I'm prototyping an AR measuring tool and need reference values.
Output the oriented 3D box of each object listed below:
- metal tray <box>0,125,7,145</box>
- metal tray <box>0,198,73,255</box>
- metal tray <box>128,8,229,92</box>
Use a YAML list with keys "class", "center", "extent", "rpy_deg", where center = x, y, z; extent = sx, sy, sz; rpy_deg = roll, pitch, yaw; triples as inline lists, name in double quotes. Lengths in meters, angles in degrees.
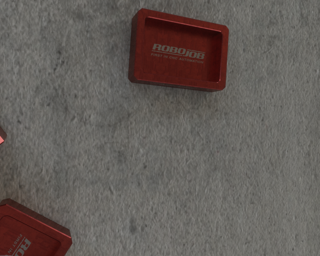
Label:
- class: "metal tray"
  center: [-0.221, 0.036, 0.305]
  extent: [0.131, 0.090, 0.030]
  rpy_deg: [-37, 107, -18]
- class: "metal tray"
  center: [-0.172, 0.157, 0.343]
  extent: [0.090, 0.030, 0.130]
  rpy_deg: [36, 78, -17]
- class: "metal tray"
  center: [0.027, -0.100, 0.417]
  extent: [0.131, 0.030, 0.089]
  rpy_deg: [4, 89, -20]
